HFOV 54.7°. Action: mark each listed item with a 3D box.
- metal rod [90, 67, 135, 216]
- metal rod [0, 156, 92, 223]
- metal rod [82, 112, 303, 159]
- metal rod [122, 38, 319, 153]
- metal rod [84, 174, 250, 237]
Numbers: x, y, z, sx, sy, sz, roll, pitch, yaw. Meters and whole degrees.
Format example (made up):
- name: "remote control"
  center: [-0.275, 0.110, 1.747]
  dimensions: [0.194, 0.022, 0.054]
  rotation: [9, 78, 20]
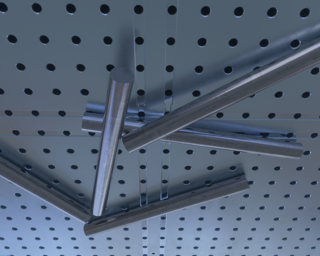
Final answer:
- name: "metal rod"
  center: [-0.072, 0.043, 0.420]
  dimensions: [0.025, 0.025, 0.298]
  rotation: [10, 138, -9]
- name: "metal rod"
  center: [-0.222, 0.068, 0.465]
  dimensions: [0.025, 0.025, 0.300]
  rotation: [-32, 124, 24]
- name: "metal rod"
  center: [0.049, 0.012, 0.422]
  dimensions: [0.302, 0.025, 0.025]
  rotation: [8, 130, -8]
- name: "metal rod"
  center: [0.090, -0.043, 0.358]
  dimensions: [0.300, 0.025, 0.025]
  rotation: [-26, 126, 13]
- name: "metal rod"
  center: [0.002, 0.136, 0.527]
  dimensions: [0.301, 0.025, 0.025]
  rotation: [-21, 127, 16]
